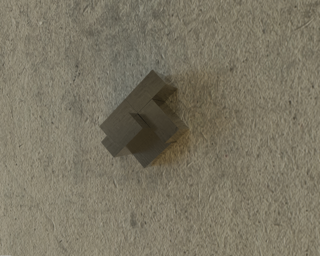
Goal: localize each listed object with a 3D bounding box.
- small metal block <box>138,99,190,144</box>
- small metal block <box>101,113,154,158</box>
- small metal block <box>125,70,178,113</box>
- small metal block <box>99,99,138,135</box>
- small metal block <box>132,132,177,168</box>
[{"bbox_3d":[0.006,-0.008,0.394,0.025,0.050,0.050,-45,77,14],"label":"small metal block"},{"bbox_3d":[-0.036,0.008,0.382,0.050,0.050,0.025,-45,76,14],"label":"small metal block"},{"bbox_3d":[-0.010,-0.044,0.399,0.050,0.050,0.025,-45,76,14],"label":"small metal block"},{"bbox_3d":[-0.044,-0.010,0.411,0.050,0.050,0.025,-45,76,14],"label":"small metal block"},{"bbox_3d":[-0.015,0.018,0.415,0.050,0.025,0.050,-44,77,14],"label":"small metal block"}]
